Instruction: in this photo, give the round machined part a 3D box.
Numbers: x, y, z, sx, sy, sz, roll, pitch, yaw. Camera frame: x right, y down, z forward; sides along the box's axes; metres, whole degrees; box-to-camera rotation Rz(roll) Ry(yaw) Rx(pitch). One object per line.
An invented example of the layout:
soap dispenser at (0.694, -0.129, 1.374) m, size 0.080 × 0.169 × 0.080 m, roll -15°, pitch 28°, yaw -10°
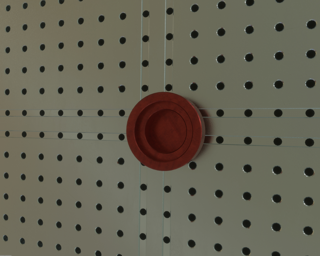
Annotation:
round machined part at (0.010, 0.004, 0.399) m, size 0.098 × 0.042 × 0.097 m, roll 0°, pitch 90°, yaw 19°
